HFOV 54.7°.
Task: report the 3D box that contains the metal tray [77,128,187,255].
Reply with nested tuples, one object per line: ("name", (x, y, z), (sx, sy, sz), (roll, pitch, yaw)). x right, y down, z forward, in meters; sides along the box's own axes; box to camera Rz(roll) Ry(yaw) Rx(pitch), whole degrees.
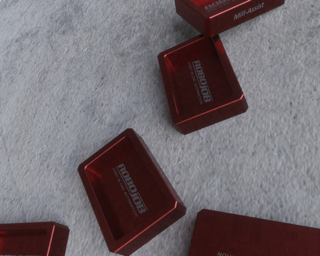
("metal tray", (-0.039, 0.072, 0.375), (0.090, 0.030, 0.130), (-37, 51, 3))

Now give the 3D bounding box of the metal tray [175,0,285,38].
("metal tray", (0.097, -0.184, 0.437), (0.131, 0.030, 0.090), (-27, 51, -11))

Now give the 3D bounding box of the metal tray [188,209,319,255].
("metal tray", (0.090, 0.129, 0.274), (0.130, 0.030, 0.090), (3, 63, 29))

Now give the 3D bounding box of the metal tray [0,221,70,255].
("metal tray", (-0.183, 0.169, 0.390), (0.130, 0.030, 0.090), (-9, 58, 22))

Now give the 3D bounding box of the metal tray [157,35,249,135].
("metal tray", (0.052, -0.064, 0.411), (0.090, 0.030, 0.130), (-22, 54, 15))
